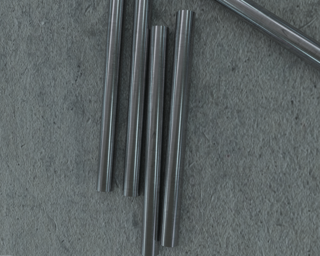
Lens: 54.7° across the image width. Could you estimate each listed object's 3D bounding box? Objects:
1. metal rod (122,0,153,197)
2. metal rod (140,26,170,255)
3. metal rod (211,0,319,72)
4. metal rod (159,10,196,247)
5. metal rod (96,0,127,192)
[{"bbox_3d":[-0.029,-0.058,0.419,0.025,0.025,0.298,4,91,20],"label":"metal rod"},{"bbox_3d":[-0.007,0.018,0.411,0.025,0.025,0.298,3,91,20],"label":"metal rod"},{"bbox_3d":[0.102,-0.143,0.372,0.300,0.025,0.025,40,103,15],"label":"metal rod"},{"bbox_3d":[0.022,0.002,0.400,0.025,0.025,0.298,5,92,20],"label":"metal rod"},{"bbox_3d":[-0.067,-0.062,0.432,0.025,0.025,0.298,5,92,20],"label":"metal rod"}]
